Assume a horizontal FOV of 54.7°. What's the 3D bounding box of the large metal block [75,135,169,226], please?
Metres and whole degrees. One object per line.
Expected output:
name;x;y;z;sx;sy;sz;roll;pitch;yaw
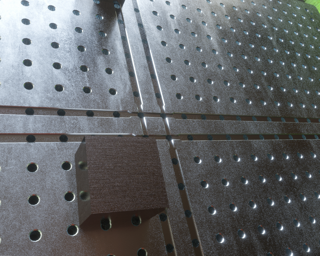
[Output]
large metal block;-0.044;0.056;0.335;0.081;0.050;0.080;3;61;-27

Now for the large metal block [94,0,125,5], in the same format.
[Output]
large metal block;-0.078;-0.259;0.490;0.050;0.080;0.080;-5;64;-31
